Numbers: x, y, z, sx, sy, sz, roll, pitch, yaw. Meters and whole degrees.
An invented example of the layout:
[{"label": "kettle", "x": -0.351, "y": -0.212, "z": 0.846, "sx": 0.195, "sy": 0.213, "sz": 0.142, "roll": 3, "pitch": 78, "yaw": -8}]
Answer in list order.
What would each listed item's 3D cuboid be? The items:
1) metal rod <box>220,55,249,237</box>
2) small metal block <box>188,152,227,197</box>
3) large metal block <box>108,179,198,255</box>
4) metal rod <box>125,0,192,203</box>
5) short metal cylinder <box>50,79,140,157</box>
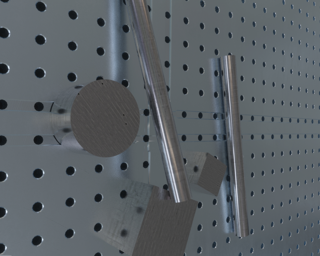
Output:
[{"label": "metal rod", "x": 0.124, "y": 0.032, "z": 0.513, "sx": 0.025, "sy": 0.025, "sz": 0.298, "roll": -10, "pitch": 96, "yaw": -40}, {"label": "small metal block", "x": 0.070, "y": 0.070, "z": 0.469, "sx": 0.050, "sy": 0.025, "sz": 0.050, "roll": 35, "pitch": 69, "yaw": -35}, {"label": "large metal block", "x": -0.007, "y": 0.117, "z": 0.388, "sx": 0.080, "sy": 0.050, "sz": 0.080, "roll": 28, "pitch": 72, "yaw": -37}, {"label": "metal rod", "x": -0.008, "y": -0.061, "z": 0.369, "sx": 0.025, "sy": 0.025, "sz": 0.298, "roll": -11, "pitch": 87, "yaw": -40}, {"label": "short metal cylinder", "x": -0.069, "y": -0.010, "z": 0.335, "sx": 0.081, "sy": 0.050, "sz": 0.079, "roll": 0, "pitch": 90, "yaw": -40}]
